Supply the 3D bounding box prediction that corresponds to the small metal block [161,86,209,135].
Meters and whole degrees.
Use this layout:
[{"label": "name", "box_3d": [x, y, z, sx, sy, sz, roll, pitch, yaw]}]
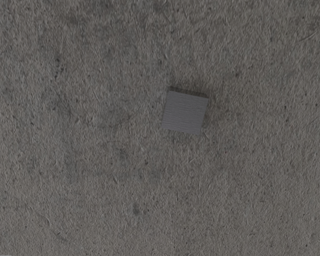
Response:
[{"label": "small metal block", "box_3d": [0.031, -0.023, 0.402, 0.050, 0.025, 0.050, 11, 110, -4]}]
